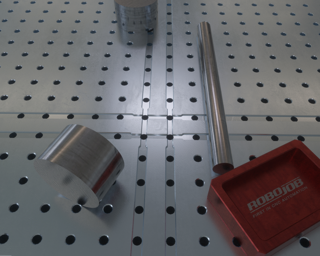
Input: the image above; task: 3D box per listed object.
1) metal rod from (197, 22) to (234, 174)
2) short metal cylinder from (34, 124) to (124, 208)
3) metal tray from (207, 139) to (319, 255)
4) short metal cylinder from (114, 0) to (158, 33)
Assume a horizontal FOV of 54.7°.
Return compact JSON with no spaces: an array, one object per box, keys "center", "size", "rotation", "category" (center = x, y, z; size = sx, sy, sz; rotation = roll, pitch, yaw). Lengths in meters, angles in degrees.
[{"center":[0.077,-0.067,0.463],"size":[0.025,0.025,0.300],"rotation":[1,50,0],"category":"metal rod"},{"center":[-0.086,0.042,0.336],"size":[0.080,0.080,0.050],"rotation":[21,53,16],"category":"short metal cylinder"},{"center":[0.131,0.074,0.342],"size":[0.131,0.030,0.090],"rotation":[-22,53,-18],"category":"metal tray"},{"center":[-0.044,-0.222,0.578],"size":[0.081,0.050,0.080],"rotation":[0,50,0],"category":"short metal cylinder"}]
